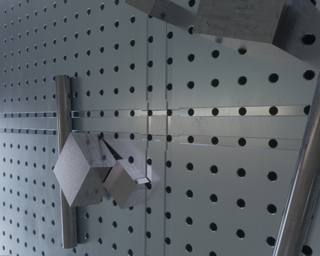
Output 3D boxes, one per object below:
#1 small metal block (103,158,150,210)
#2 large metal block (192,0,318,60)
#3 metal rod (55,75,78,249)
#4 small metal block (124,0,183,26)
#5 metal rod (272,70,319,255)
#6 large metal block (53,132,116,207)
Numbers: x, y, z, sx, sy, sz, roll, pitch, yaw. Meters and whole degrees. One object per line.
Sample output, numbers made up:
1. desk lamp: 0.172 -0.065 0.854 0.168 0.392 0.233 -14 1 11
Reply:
1. small metal block: -0.050 0.081 0.451 0.050 0.025 0.050 45 117 30
2. large metal block: 0.092 -0.103 0.298 0.080 0.081 0.050 22 104 38
3. metal rod: -0.165 0.057 0.545 0.025 0.025 0.298 -6 86 40
4. small metal block: -0.008 -0.159 0.400 0.050 0.050 0.025 39 114 33
5. metal rod: 0.143 0.028 0.291 0.025 0.025 0.298 18 101 38
6. large metal block: -0.117 0.063 0.484 0.080 0.050 0.080 49 119 37
